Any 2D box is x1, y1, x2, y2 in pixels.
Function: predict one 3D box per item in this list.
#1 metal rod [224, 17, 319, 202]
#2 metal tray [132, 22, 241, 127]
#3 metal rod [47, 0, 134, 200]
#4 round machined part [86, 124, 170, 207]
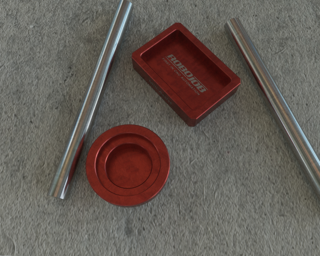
[{"bbox_3d":[0.162,-0.026,0.419,0.025,0.025,0.299,-20,71,-7],"label":"metal rod"},{"bbox_3d":[0.035,-0.077,0.433,0.090,0.030,0.130,-39,75,-13],"label":"metal tray"},{"bbox_3d":[-0.089,-0.052,0.425,0.025,0.025,0.299,13,70,4],"label":"metal rod"},{"bbox_3d":[-0.038,0.048,0.381,0.099,0.042,0.098,0,70,-1],"label":"round machined part"}]
